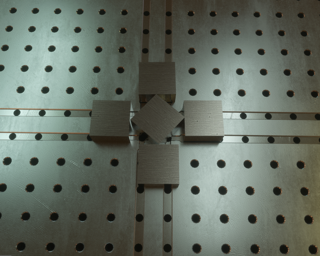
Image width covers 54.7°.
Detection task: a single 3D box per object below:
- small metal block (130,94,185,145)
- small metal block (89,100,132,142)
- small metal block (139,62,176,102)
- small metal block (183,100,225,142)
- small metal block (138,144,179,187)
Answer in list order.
[{"bbox_3d":[-0.003,-0.008,0.414,0.050,0.025,0.050,40,75,13],"label":"small metal block"},{"bbox_3d":[-0.064,-0.009,0.414,0.050,0.025,0.050,1,70,0],"label":"small metal block"},{"bbox_3d":[-0.004,-0.065,0.435,0.050,0.025,0.050,0,70,-1],"label":"small metal block"},{"bbox_3d":[0.057,-0.009,0.416,0.050,0.025,0.050,0,70,-1],"label":"small metal block"},{"bbox_3d":[-0.002,0.048,0.394,0.050,0.025,0.050,0,70,0],"label":"small metal block"}]
